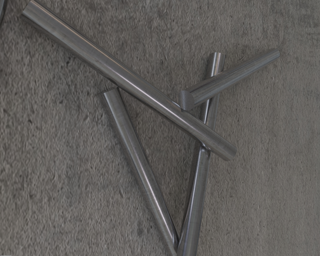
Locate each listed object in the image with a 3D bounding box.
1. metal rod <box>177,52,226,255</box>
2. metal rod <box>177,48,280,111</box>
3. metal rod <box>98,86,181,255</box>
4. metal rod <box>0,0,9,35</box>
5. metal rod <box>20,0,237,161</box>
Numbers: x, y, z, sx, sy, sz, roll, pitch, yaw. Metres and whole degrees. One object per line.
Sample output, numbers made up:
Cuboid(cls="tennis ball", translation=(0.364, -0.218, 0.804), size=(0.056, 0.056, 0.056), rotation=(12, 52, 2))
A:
Cuboid(cls="metal rod", translation=(0.061, 0.031, 0.437), size=(0.025, 0.025, 0.299), rotation=(24, 70, -38))
Cuboid(cls="metal rod", translation=(0.122, -0.085, 0.475), size=(0.302, 0.025, 0.025), rotation=(-30, 109, -46))
Cuboid(cls="metal rod", translation=(-0.008, 0.090, 0.397), size=(0.025, 0.025, 0.299), rotation=(-33, 111, -35))
Cuboid(cls="metal rod", translation=(-0.168, -0.008, 0.263), size=(0.025, 0.025, 0.299), rotation=(16, 80, -39))
Cuboid(cls="metal rod", translation=(-0.016, -0.040, 0.364), size=(0.301, 0.025, 0.025), rotation=(34, 69, -26))
